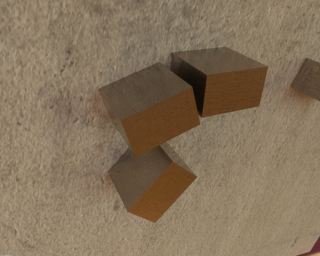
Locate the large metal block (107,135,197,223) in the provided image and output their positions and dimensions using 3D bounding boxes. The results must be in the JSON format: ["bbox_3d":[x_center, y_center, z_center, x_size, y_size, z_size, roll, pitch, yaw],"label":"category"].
[{"bbox_3d":[-0.013,0.060,0.403,0.080,0.080,0.050,-49,129,6],"label":"large metal block"}]

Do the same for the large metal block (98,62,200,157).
[{"bbox_3d":[-0.013,-0.025,0.350,0.080,0.080,0.050,-27,128,-12],"label":"large metal block"}]

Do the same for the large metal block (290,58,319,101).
[{"bbox_3d":[0.270,-0.064,0.482,0.081,0.080,0.050,9,114,-33],"label":"large metal block"}]

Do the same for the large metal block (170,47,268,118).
[{"bbox_3d":[0.066,-0.059,0.373,0.081,0.080,0.050,-12,124,-23],"label":"large metal block"}]
